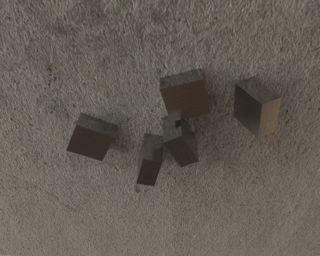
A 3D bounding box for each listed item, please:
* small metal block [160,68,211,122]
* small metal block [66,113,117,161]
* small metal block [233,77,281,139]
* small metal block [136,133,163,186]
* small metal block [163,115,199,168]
[{"bbox_3d":[0.031,-0.039,0.374,0.050,0.025,0.050,-12,129,10],"label":"small metal block"},{"bbox_3d":[-0.092,0.013,0.417,0.050,0.025,0.050,20,127,-16],"label":"small metal block"},{"bbox_3d":[0.113,-0.024,0.367,0.025,0.050,0.050,-20,132,-14],"label":"small metal block"},{"bbox_3d":[-0.015,0.043,0.428,0.025,0.050,0.050,10,130,-8],"label":"small metal block"},{"bbox_3d":[0.027,0.014,0.403,0.025,0.050,0.050,-22,127,18],"label":"small metal block"}]
